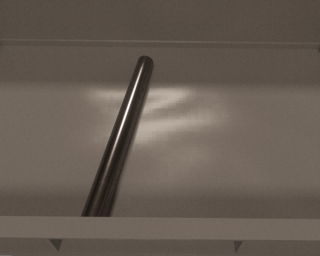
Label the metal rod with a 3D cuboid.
[{"bbox_3d":[-0.050,0.008,0.397,0.025,0.025,0.300,8,50,6],"label":"metal rod"}]
